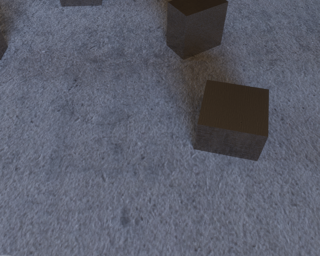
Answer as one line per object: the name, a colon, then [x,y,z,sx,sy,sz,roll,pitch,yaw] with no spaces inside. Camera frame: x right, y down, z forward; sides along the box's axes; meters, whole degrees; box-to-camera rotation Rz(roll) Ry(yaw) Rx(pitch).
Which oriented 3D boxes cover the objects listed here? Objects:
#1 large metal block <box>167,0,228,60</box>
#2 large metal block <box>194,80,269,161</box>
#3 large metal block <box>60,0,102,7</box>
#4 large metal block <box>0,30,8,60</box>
large metal block: [0.059,-0.171,0.512,0.081,0.080,0.050,-26,55,-21]
large metal block: [0.092,-0.011,0.398,0.080,0.050,0.080,10,51,8]
large metal block: [-0.160,-0.292,0.630,0.081,0.050,0.080,-3,50,-3]
large metal block: [-0.303,-0.126,0.489,0.081,0.050,0.080,1,50,0]
